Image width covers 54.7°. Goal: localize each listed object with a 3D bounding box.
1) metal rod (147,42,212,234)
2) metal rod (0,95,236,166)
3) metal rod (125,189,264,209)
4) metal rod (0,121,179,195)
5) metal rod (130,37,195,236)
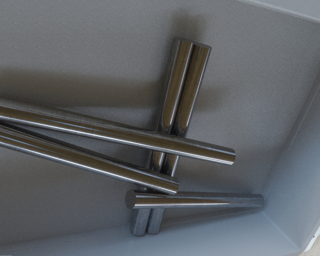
[{"bbox_3d":[0.019,0.031,0.436,0.025,0.025,0.298,-1,119,-28],"label":"metal rod"},{"bbox_3d":[-0.033,0.010,0.371,0.302,0.025,0.025,13,112,-27],"label":"metal rod"},{"bbox_3d":[0.076,0.116,0.500,0.302,0.025,0.025,12,113,-40],"label":"metal rod"},{"bbox_3d":[-0.100,0.032,0.356,0.302,0.025,0.025,23,106,-31],"label":"metal rod"},{"bbox_3d":[-0.004,0.029,0.422,0.025,0.025,0.298,-1,119,-28],"label":"metal rod"}]
